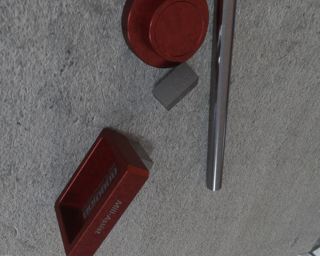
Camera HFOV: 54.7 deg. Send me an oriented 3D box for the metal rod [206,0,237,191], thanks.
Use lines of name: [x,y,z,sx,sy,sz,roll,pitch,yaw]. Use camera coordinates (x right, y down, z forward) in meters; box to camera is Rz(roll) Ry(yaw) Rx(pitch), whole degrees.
metal rod: [0.083,-0.028,0.436,0.025,0.025,0.298,-17,125,-19]

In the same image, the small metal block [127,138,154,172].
small metal block: [-0.041,0.048,0.399,0.025,0.050,0.050,24,105,-37]

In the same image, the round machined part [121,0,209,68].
round machined part: [0.012,-0.111,0.335,0.099,0.042,0.097,-14,125,-21]

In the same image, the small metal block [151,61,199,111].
small metal block: [0.019,-0.048,0.371,0.050,0.050,0.025,-43,85,1]

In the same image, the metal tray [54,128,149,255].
metal tray: [-0.075,0.076,0.371,0.030,0.090,0.129,26,104,-38]
